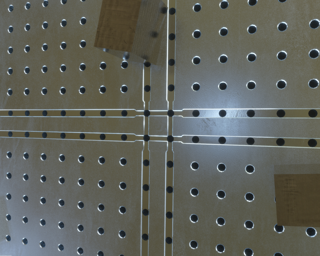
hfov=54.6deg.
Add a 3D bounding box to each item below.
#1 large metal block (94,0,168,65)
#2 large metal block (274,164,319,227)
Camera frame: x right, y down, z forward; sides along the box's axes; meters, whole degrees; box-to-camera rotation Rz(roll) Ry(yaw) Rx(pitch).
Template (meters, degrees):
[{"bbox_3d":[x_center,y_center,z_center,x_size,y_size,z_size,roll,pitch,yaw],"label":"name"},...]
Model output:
[{"bbox_3d":[-0.034,-0.131,0.396,0.050,0.080,0.080,13,95,19],"label":"large metal block"},{"bbox_3d":[0.164,0.067,0.325,0.080,0.080,0.050,-4,89,20],"label":"large metal block"}]
